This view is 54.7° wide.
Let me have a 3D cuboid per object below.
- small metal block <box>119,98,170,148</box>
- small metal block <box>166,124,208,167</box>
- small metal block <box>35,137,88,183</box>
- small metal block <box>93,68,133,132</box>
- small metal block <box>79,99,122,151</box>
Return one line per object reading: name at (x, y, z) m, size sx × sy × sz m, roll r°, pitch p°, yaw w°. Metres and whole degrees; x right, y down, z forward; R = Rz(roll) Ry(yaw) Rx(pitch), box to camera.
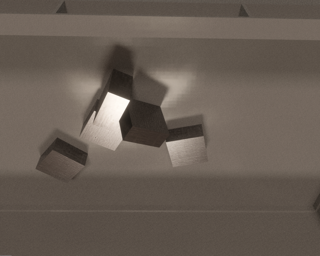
small metal block at (-0.021, -0.007, 0.380) m, size 0.050 × 0.050 × 0.025 m, roll 13°, pitch 130°, yaw -31°
small metal block at (0.038, 0.025, 0.431) m, size 0.050 × 0.025 × 0.050 m, roll -10°, pitch 130°, yaw 8°
small metal block at (-0.142, 0.048, 0.448) m, size 0.050 × 0.025 × 0.050 m, roll 33°, pitch 122°, yaw -25°
small metal block at (-0.055, -0.033, 0.364) m, size 0.025 × 0.050 × 0.050 m, roll 21°, pitch 127°, yaw -17°
small metal block at (-0.070, -0.003, 0.406) m, size 0.050 × 0.025 × 0.050 m, roll 24°, pitch 126°, yaw -20°
